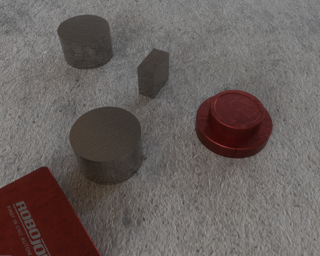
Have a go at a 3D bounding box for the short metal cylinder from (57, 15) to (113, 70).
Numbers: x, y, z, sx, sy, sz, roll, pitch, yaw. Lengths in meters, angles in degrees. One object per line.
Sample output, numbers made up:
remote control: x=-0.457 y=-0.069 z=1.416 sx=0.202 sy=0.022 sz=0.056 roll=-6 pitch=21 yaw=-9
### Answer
short metal cylinder: x=-0.120 y=-0.140 z=0.504 sx=0.081 sy=0.050 sz=0.080 roll=0 pitch=50 yaw=0

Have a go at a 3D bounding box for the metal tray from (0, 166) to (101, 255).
metal tray: x=-0.125 y=0.110 z=0.307 sx=0.091 sy=0.030 sz=0.130 roll=-29 pitch=56 yaw=-23

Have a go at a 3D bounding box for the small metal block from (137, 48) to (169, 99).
small metal block: x=-0.009 y=-0.080 z=0.454 sx=0.025 sy=0.050 sz=0.050 roll=21 pitch=53 yaw=16

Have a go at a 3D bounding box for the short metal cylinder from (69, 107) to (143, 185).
short metal cylinder: x=-0.062 y=0.020 z=0.369 sx=0.081 sy=0.050 sz=0.080 roll=0 pitch=50 yaw=0

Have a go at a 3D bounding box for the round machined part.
round machined part: x=0.097 y=-0.012 z=0.403 sx=0.099 sy=0.042 sz=0.098 roll=0 pitch=50 yaw=0
